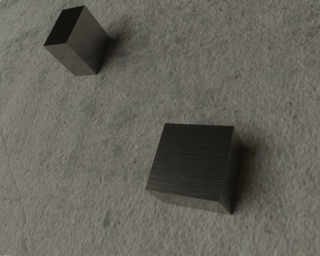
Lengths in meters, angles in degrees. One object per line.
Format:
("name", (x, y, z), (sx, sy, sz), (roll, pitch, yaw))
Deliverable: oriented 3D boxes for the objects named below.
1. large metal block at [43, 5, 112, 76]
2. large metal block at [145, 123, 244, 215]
("large metal block", (-0.137, -0.146, 0.528), (0.050, 0.080, 0.080), (2, 63, 29))
("large metal block", (0.040, 0.043, 0.339), (0.080, 0.050, 0.080), (3, 63, 29))
